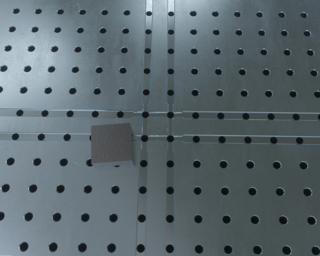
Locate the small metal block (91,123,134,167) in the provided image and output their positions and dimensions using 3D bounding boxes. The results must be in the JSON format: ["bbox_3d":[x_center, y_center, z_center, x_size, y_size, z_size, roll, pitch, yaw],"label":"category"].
[{"bbox_3d":[-0.062,0.023,0.403,0.050,0.025,0.050,-4,70,-2],"label":"small metal block"}]
